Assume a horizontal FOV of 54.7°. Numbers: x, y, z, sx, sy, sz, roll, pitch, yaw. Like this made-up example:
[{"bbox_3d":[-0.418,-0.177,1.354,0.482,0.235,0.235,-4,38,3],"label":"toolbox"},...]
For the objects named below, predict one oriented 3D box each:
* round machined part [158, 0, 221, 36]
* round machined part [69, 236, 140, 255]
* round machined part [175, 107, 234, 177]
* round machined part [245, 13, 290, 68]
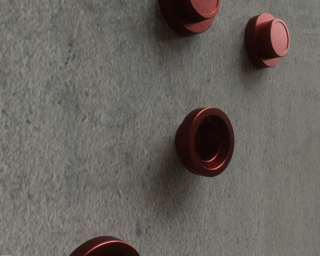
[{"bbox_3d":[0.048,-0.183,0.435,0.099,0.042,0.097,0,90,-40],"label":"round machined part"},{"bbox_3d":[-0.069,0.167,0.338,0.099,0.042,0.097,0,90,-40],"label":"round machined part"},{"bbox_3d":[0.061,0.019,0.447,0.099,0.042,0.097,0,90,-40],"label":"round machined part"},{"bbox_3d":[0.201,-0.160,0.565,0.099,0.042,0.097,0,90,-40],"label":"round machined part"}]
